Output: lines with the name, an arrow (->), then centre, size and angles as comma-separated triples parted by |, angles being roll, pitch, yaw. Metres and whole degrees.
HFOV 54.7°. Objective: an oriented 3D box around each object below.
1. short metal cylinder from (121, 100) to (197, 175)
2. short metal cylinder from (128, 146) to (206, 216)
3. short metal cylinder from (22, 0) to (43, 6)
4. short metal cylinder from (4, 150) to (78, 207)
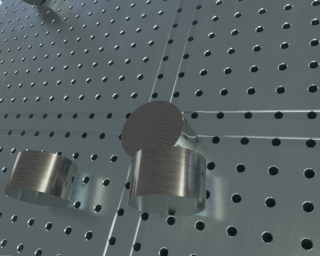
short metal cylinder -> 0.000, 0.013, 0.383 | 0.080, 0.050, 0.080 | -13, 56, 20
short metal cylinder -> 0.009, 0.059, 0.331 | 0.080, 0.080, 0.050 | -9, 58, 23
short metal cylinder -> -0.310, -0.343, 0.742 | 0.080, 0.080, 0.050 | 6, 65, 30
short metal cylinder -> -0.155, 0.069, 0.410 | 0.080, 0.080, 0.050 | -7, 59, 24
